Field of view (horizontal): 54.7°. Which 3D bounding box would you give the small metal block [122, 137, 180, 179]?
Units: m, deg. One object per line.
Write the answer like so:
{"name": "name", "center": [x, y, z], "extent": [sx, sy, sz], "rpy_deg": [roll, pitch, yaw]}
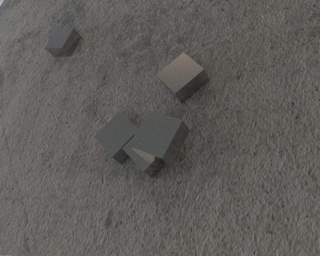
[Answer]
{"name": "small metal block", "center": [-0.011, 0.027, 0.393], "extent": [0.050, 0.025, 0.050], "rpy_deg": [-46, 51, -4]}

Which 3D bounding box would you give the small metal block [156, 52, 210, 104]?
{"name": "small metal block", "center": [0.032, -0.070, 0.430], "extent": [0.050, 0.025, 0.050], "rpy_deg": [-40, 51, 1]}

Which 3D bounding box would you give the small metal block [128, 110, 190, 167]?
{"name": "small metal block", "center": [-0.001, 0.012, 0.365], "extent": [0.050, 0.025, 0.050], "rpy_deg": [18, 71, 34]}

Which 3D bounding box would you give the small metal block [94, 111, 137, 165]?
{"name": "small metal block", "center": [-0.054, 0.013, 0.424], "extent": [0.050, 0.025, 0.050], "rpy_deg": [-46, 51, -4]}

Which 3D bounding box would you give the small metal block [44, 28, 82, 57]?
{"name": "small metal block", "center": [-0.190, -0.168, 0.606], "extent": [0.050, 0.025, 0.050], "rpy_deg": [7, 65, 31]}
